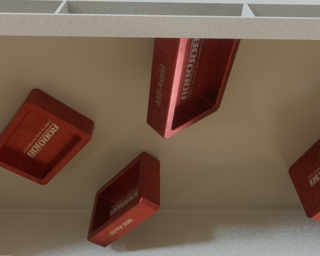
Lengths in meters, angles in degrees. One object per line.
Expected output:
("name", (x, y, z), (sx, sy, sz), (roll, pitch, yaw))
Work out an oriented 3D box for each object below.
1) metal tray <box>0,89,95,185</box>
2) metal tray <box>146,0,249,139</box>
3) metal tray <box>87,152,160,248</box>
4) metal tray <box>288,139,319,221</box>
("metal tray", (-0.162, 0.018, 0.419), (0.090, 0.030, 0.130), (33, 122, -25))
("metal tray", (0.034, -0.058, 0.316), (0.091, 0.030, 0.129), (-28, 145, -31))
("metal tray", (-0.053, 0.106, 0.455), (0.030, 0.090, 0.129), (33, 123, -25))
("metal tray", (0.237, 0.054, 0.413), (0.030, 0.090, 0.129), (19, 128, -15))
